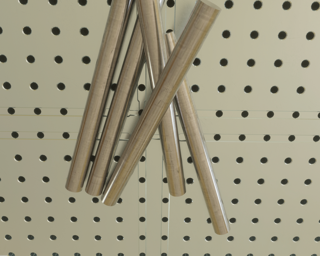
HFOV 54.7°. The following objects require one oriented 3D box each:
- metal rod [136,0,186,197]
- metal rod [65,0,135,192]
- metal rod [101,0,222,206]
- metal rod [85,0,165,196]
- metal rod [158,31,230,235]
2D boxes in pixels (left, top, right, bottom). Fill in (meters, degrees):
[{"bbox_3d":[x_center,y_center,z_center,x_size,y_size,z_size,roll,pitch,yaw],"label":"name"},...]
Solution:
[{"bbox_3d":[0.003,-0.040,0.381,0.025,0.025,0.298,-8,116,3],"label":"metal rod"},{"bbox_3d":[-0.077,-0.048,0.394,0.025,0.025,0.298,17,109,-7],"label":"metal rod"},{"bbox_3d":[-0.013,-0.007,0.373,0.025,0.025,0.298,23,122,-9],"label":"metal rod"},{"bbox_3d":[-0.047,-0.042,0.397,0.025,0.025,0.298,18,109,-7],"label":"metal rod"},{"bbox_3d":[0.050,0.021,0.421,0.025,0.025,0.298,-17,110,6],"label":"metal rod"}]
